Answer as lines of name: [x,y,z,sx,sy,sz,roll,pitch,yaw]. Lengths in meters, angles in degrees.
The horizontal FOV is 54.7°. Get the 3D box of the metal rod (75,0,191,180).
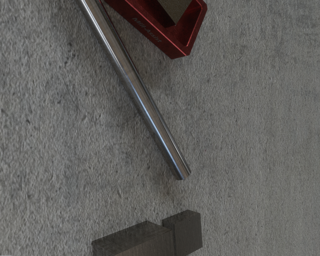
metal rod: [-0.034,-0.057,0.377,0.025,0.025,0.299,-43,116,-32]

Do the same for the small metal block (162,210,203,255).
small metal block: [0.032,0.148,0.434,0.050,0.025,0.050,-8,95,-40]

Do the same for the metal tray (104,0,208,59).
metal tray: [0.000,-0.163,0.402,0.130,0.030,0.090,33,69,-35]

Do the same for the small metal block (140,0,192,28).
small metal block: [0.008,-0.165,0.396,0.050,0.025,0.050,44,63,-31]

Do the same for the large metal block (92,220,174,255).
large metal block: [-0.029,0.166,0.367,0.081,0.050,0.079,-8,95,-40]
